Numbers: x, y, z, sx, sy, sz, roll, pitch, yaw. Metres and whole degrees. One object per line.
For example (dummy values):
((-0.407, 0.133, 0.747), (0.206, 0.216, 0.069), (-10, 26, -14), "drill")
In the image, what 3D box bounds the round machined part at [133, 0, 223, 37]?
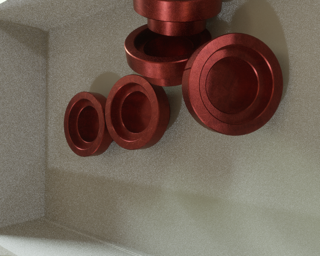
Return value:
((0.020, -0.136, 0.350), (0.098, 0.099, 0.042), (33, 138, 35), "round machined part")

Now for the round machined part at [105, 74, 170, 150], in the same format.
((-0.025, -0.021, 0.415), (0.098, 0.042, 0.097), (0, 90, 39), "round machined part")

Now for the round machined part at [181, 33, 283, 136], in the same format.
((0.069, -0.043, 0.314), (0.042, 0.099, 0.097), (-160, 74, -76), "round machined part")

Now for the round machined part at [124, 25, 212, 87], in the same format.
((0.011, -0.085, 0.362), (0.098, 0.099, 0.042), (35, 147, 34), "round machined part")

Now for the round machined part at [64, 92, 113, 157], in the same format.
((-0.102, -0.006, 0.477), (0.098, 0.042, 0.097), (0, 90, 39), "round machined part")
